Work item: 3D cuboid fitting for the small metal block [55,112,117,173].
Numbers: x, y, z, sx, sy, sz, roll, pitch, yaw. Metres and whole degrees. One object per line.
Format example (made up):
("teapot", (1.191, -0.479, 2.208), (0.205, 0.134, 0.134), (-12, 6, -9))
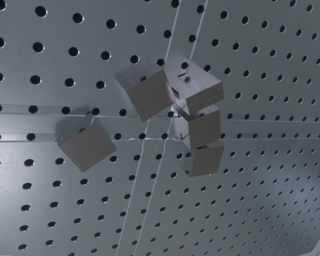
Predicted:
("small metal block", (-0.088, 0.018, 0.374), (0.050, 0.025, 0.050), (-34, 129, -6))

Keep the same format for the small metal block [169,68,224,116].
("small metal block", (0.044, -0.047, 0.389), (0.050, 0.050, 0.025), (-26, 128, -12))

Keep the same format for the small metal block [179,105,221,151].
("small metal block", (0.058, -0.003, 0.440), (0.050, 0.025, 0.050), (-21, 127, -16))

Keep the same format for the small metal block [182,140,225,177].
("small metal block", (0.065, 0.044, 0.474), (0.050, 0.025, 0.050), (-5, 121, -26))

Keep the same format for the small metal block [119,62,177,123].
("small metal block", (-0.014, -0.043, 0.376), (0.050, 0.025, 0.050), (-32, 129, -8))
